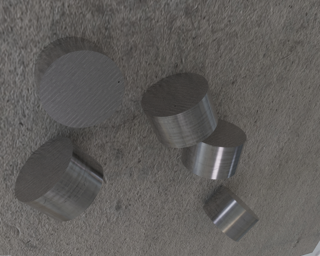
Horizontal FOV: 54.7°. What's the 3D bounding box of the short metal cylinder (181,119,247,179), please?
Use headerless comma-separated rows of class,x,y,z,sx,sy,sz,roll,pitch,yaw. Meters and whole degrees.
short metal cylinder,0.073,0.026,0.427,0.081,0.080,0.050,-7,122,-25

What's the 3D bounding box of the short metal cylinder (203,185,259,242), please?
short metal cylinder,0.120,0.144,0.525,0.050,0.080,0.080,-48,129,6

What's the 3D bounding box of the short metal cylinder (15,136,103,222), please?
short metal cylinder,-0.111,0.056,0.345,0.080,0.080,0.050,-41,129,0

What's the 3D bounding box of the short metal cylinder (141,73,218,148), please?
short metal cylinder,0.024,-0.022,0.371,0.080,0.080,0.050,-31,129,-8

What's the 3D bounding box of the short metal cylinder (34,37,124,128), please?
short metal cylinder,-0.083,-0.047,0.316,0.081,0.050,0.079,-14,124,-21
